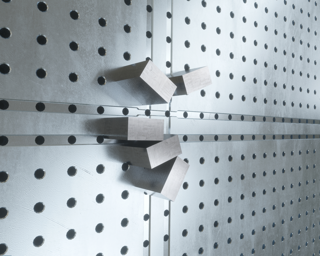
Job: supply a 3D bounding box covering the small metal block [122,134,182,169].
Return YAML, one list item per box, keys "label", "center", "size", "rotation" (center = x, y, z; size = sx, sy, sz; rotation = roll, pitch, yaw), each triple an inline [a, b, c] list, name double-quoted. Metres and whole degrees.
- label: "small metal block"
  center: [-0.010, 0.027, 0.384]
  size: [0.050, 0.050, 0.025]
  rotation: [-22, 104, -38]

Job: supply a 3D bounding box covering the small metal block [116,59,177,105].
- label: "small metal block"
  center: [-0.017, -0.053, 0.378]
  size: [0.050, 0.050, 0.025]
  rotation: [41, 66, -33]

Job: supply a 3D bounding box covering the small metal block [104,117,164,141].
- label: "small metal block"
  center: [-0.031, 0.001, 0.366]
  size: [0.050, 0.050, 0.025]
  rotation: [3, 89, -40]

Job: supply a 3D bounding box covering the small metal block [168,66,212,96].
- label: "small metal block"
  center: [0.033, -0.062, 0.419]
  size: [0.050, 0.050, 0.025]
  rotation: [-26, 107, -37]

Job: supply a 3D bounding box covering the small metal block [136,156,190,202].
- label: "small metal block"
  center: [0.003, 0.061, 0.395]
  size: [0.025, 0.050, 0.050]
  rotation: [40, 66, -33]
